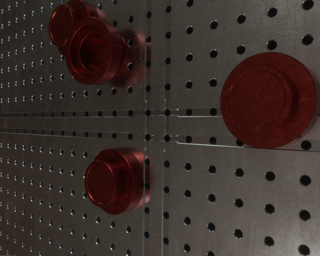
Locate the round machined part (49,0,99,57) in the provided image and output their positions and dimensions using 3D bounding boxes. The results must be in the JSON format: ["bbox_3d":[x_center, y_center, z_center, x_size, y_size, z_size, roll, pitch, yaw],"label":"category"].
[{"bbox_3d":[-0.149,-0.167,0.518,0.098,0.042,0.097,0,90,39],"label":"round machined part"}]

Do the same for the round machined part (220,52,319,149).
[{"bbox_3d":[0.104,-0.028,0.311,0.098,0.042,0.097,0,90,39],"label":"round machined part"}]

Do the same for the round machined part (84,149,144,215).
[{"bbox_3d":[-0.074,0.079,0.457,0.098,0.042,0.097,0,90,39],"label":"round machined part"}]

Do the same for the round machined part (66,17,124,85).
[{"bbox_3d":[-0.094,-0.114,0.469,0.098,0.042,0.097,3,95,34],"label":"round machined part"}]
